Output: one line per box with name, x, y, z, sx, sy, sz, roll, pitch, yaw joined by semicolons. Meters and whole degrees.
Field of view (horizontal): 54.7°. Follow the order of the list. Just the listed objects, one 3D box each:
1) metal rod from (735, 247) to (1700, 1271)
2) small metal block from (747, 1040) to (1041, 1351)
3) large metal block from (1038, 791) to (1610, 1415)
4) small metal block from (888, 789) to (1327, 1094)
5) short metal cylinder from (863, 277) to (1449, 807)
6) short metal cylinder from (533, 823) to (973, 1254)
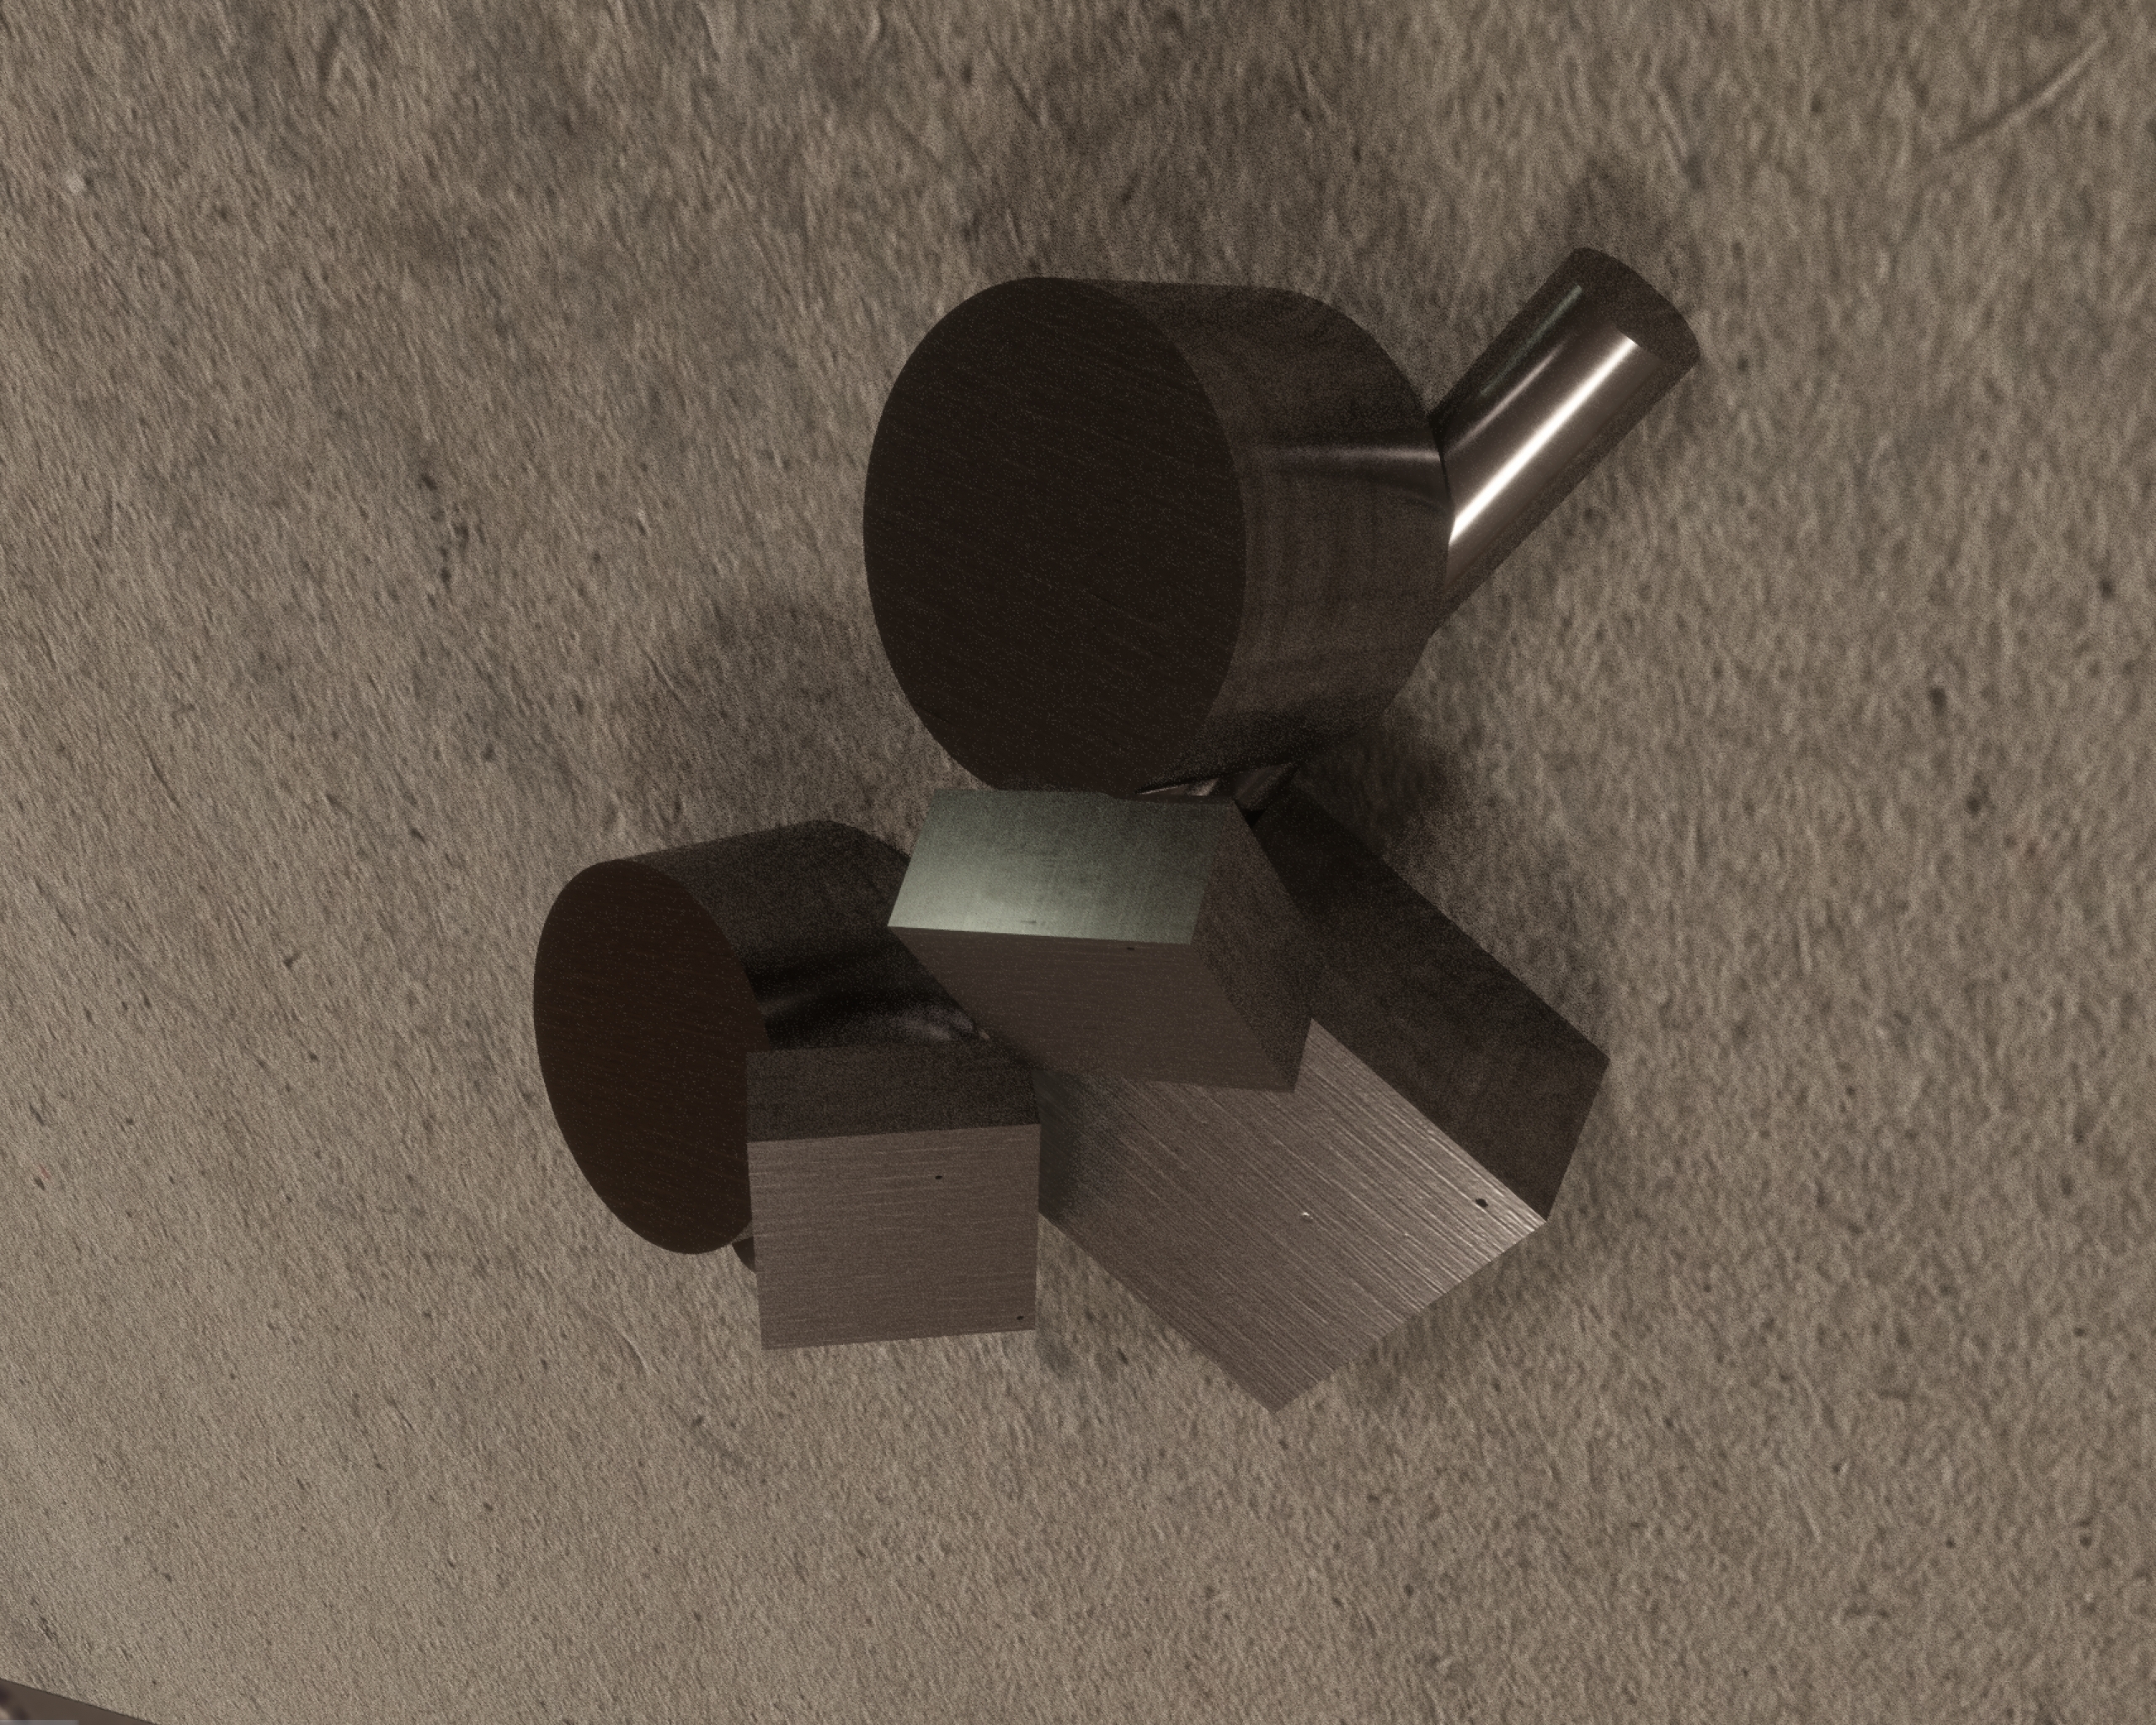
metal rod;0.006;0.003;0.405;0.025;0.025;0.298;41;129;-1
small metal block;-0.034;0.061;0.382;0.050;0.025;0.050;-3;123;-8
large metal block;0.039;0.046;0.397;0.080;0.050;0.080;41;129;-1
small metal block;0.006;0.013;0.331;0.050;0.025;0.050;2;150;27
short metal cylinder;0.011;-0.052;0.334;0.080;0.050;0.079;12;108;42
short metal cylinder;-0.068;0.034;0.429;0.080;0.050;0.079;12;108;41
